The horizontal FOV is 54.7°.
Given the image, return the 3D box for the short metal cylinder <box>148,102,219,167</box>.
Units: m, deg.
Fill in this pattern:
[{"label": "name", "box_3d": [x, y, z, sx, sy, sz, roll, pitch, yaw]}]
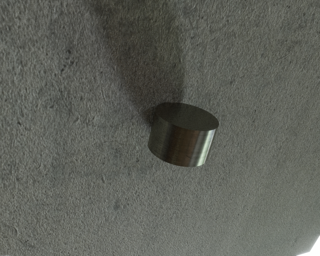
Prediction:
[{"label": "short metal cylinder", "box_3d": [0.029, 0.006, 0.394, 0.081, 0.080, 0.050, -1, 119, -28]}]
